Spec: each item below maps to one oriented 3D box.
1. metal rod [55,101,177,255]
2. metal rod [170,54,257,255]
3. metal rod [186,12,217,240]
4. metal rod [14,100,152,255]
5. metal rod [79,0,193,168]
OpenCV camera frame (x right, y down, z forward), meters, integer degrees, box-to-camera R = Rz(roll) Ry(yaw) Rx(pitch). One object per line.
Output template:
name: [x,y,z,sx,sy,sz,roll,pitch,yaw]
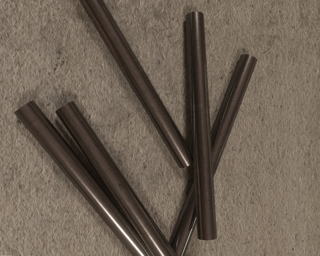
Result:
metal rod: [-0.033,0.100,0.384,0.025,0.025,0.299,-35,97,-17]
metal rod: [0.076,0.034,0.438,0.025,0.025,0.299,25,82,-19]
metal rod: [0.054,-0.007,0.413,0.025,0.025,0.298,0,84,-20]
metal rod: [-0.070,0.095,0.384,0.025,0.025,0.299,-39,103,-16]
metal rod: [-0.038,-0.078,0.395,0.025,0.025,0.299,-34,101,-17]
